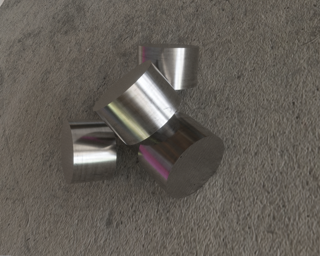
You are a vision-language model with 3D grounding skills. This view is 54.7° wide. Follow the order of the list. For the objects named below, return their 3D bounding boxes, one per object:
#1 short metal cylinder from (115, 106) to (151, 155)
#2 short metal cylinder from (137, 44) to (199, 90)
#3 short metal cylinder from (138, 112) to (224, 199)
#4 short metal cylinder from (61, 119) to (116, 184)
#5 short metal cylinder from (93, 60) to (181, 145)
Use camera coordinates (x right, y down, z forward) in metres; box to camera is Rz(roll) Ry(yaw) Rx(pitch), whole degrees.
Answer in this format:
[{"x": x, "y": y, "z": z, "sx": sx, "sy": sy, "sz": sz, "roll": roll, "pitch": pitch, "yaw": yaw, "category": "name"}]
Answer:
[{"x": -0.018, "y": -0.007, "z": 0.403, "sx": 0.080, "sy": 0.050, "sz": 0.080, "roll": -13, "pitch": 56, "yaw": 20, "category": "short metal cylinder"}, {"x": 0.010, "y": -0.083, "z": 0.408, "sx": 0.080, "sy": 0.081, "sz": 0.050, "roll": 15, "pitch": 113, "yaw": 34, "category": "short metal cylinder"}, {"x": 0.023, "y": 0.030, "z": 0.339, "sx": 0.080, "sy": 0.080, "sz": 0.050, "roll": -47, "pitch": 51, "yaw": -4, "category": "short metal cylinder"}, {"x": -0.093, "y": 0.029, "z": 0.394, "sx": 0.080, "sy": 0.050, "sz": 0.079, "roll": 7, "pitch": 97, "yaw": 62, "category": "short metal cylinder"}, {"x": -0.025, "y": -0.027, "z": 0.333, "sx": 0.080, "sy": 0.050, "sz": 0.080, "roll": -35, "pitch": 21, "yaw": 16, "category": "short metal cylinder"}]
